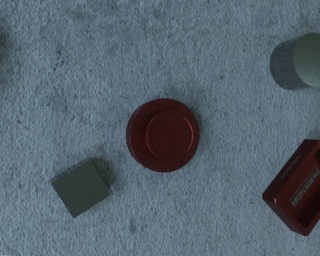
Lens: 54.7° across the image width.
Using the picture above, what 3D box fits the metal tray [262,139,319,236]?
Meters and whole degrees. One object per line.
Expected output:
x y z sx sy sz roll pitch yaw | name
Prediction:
0.234 0.093 0.495 0.130 0.030 0.090 -47 105 -14 | metal tray

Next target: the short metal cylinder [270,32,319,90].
0.219 -0.101 0.479 0.081 0.050 0.079 0 90 -21 | short metal cylinder

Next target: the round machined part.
0.008 0.010 0.404 0.099 0.042 0.097 0 90 -21 | round machined part

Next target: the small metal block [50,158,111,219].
-0.096 0.071 0.374 0.050 0.025 0.050 -32 101 -18 | small metal block
